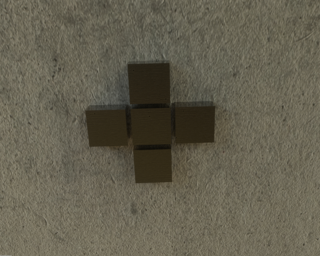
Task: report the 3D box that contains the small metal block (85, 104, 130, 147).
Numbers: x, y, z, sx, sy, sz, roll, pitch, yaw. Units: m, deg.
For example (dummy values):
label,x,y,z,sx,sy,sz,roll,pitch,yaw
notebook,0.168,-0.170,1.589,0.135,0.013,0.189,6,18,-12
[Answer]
label,x,y,z,sx,sy,sz,roll,pitch,yaw
small metal block,-0.068,-0.004,0.409,0.050,0.025,0.050,-2,110,0

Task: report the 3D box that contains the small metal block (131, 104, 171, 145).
label,x,y,z,sx,sy,sz,roll,pitch,yaw
small metal block,-0.011,-0.006,0.409,0.050,0.025,0.050,-2,110,0

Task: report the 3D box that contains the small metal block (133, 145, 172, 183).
label,x,y,z,sx,sy,sz,roll,pitch,yaw
small metal block,-0.009,0.048,0.429,0.050,0.025,0.050,-2,110,0

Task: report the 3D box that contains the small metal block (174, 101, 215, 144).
label,x,y,z,sx,sy,sz,roll,pitch,yaw
small metal block,0.045,-0.008,0.409,0.050,0.025,0.050,-2,110,0

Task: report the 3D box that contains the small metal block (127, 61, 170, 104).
label,x,y,z,sx,sy,sz,roll,pitch,yaw
small metal block,-0.013,-0.058,0.390,0.050,0.025,0.050,-2,110,0
